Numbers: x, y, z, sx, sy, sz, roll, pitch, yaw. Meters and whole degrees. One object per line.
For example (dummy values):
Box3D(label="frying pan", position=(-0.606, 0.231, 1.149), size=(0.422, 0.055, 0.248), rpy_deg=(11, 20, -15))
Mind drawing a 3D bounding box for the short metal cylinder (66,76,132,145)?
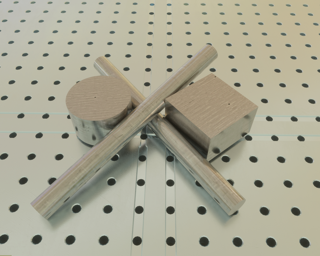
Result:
Box3D(label="short metal cylinder", position=(-0.077, -0.023, 0.405), size=(0.081, 0.050, 0.080), rpy_deg=(0, 50, 0))

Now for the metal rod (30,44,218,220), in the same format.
Box3D(label="metal rod", position=(-0.029, -0.009, 0.383), size=(0.025, 0.025, 0.301), rpy_deg=(35, 66, 25))

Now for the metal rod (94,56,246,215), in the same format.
Box3D(label="metal rod", position=(-0.005, -0.008, 0.409), size=(0.025, 0.025, 0.300), rpy_deg=(-29, 56, -22))

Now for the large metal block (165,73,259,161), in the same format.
Box3D(label="large metal block", position=(0.063, -0.015, 0.399), size=(0.081, 0.050, 0.080), rpy_deg=(-31, 57, -24))
